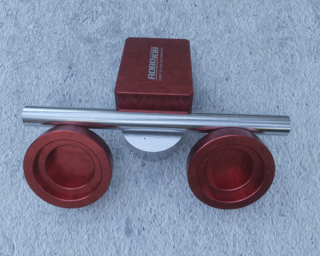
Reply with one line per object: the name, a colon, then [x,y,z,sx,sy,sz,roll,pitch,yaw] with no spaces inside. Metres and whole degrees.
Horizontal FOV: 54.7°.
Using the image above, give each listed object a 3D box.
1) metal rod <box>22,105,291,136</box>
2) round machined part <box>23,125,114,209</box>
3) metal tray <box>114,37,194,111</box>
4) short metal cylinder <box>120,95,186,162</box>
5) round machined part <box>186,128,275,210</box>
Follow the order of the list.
metal rod: [-0.004,-0.008,0.360,0.302,0.025,0.025,2,70,0]
round machined part: [-0.104,0.042,0.367,0.099,0.042,0.097,0,108,-1]
metal tray: [-0.005,-0.073,0.405,0.091,0.030,0.130,2,44,0]
short metal cylinder: [-0.008,-0.001,0.397,0.081,0.050,0.080,0,70,0]
round machined part: [0.080,0.044,0.367,0.099,0.042,0.097,0,113,0]
